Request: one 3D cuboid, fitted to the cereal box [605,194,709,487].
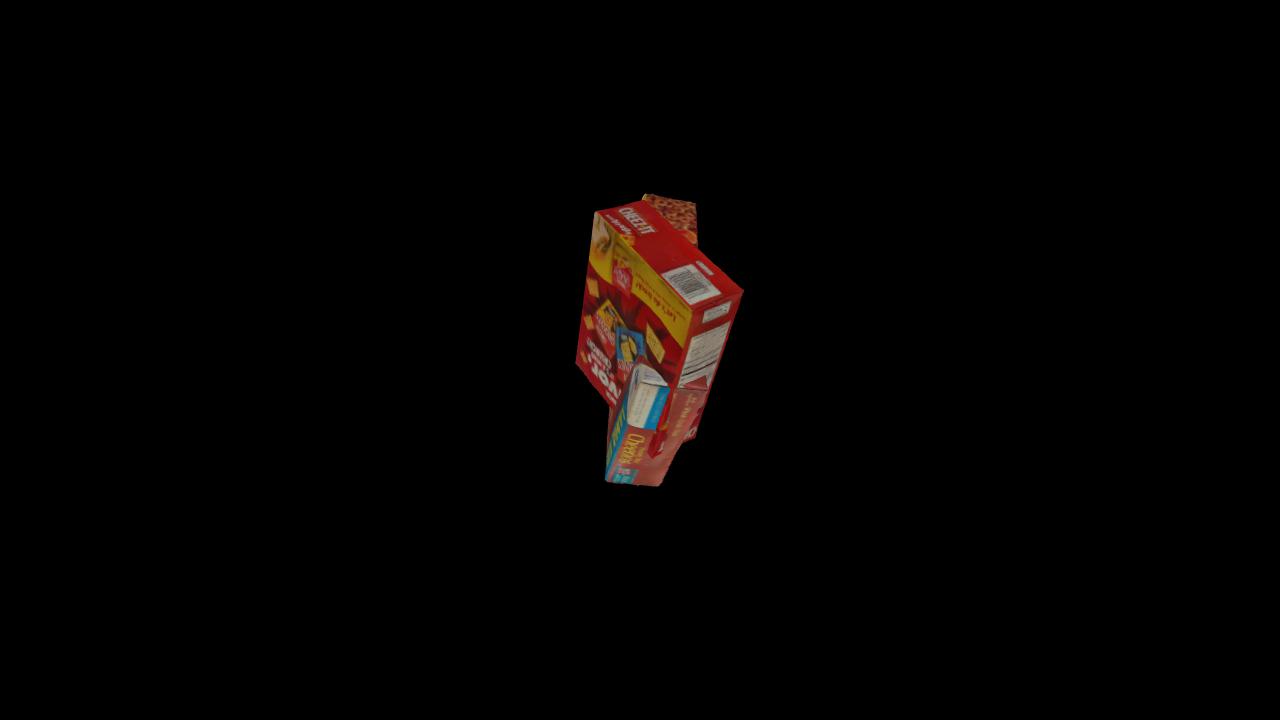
[{"bbox_3d":[0.014,-0.027,0.752,0.081,0.306,0.203,9,-39,-8],"label":"cereal box"}]

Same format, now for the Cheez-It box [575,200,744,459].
[{"bbox_3d":[0.008,-0.027,0.647,0.071,0.223,0.166,-21,53,-29],"label":"Cheez-It box"}]
